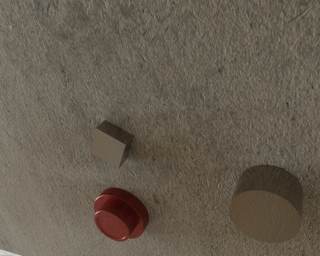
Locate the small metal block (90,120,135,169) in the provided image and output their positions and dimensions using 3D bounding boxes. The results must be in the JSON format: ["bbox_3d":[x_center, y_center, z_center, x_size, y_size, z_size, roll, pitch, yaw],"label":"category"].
[{"bbox_3d":[-0.071,0.024,0.457,0.050,0.025,0.050,28,128,10],"label":"small metal block"}]

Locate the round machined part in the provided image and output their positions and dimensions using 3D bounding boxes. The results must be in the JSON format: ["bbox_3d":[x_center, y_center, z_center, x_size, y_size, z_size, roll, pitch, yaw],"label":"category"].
[{"bbox_3d":[-0.072,0.153,0.526,0.098,0.042,0.097,13,124,20],"label":"round machined part"}]

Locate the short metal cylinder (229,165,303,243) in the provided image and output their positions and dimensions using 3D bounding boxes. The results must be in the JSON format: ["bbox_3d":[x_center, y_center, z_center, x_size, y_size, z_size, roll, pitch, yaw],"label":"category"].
[{"bbox_3d":[0.130,0.092,0.379,0.080,0.050,0.079,13,124,20],"label":"short metal cylinder"}]
